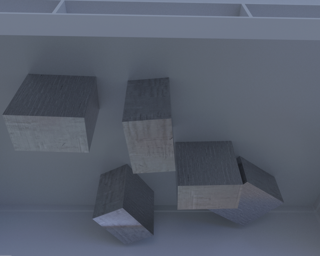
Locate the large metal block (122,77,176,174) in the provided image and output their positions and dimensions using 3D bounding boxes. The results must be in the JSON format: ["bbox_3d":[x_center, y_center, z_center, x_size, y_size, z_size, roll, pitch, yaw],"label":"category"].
[{"bbox_3d":[-0.010,-0.004,0.370,0.050,0.080,0.080,-4,130,3],"label":"large metal block"}]

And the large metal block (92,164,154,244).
[{"bbox_3d":[-0.051,0.116,0.471,0.050,0.080,0.080,-24,126,19],"label":"large metal block"}]

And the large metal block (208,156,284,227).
[{"bbox_3d":[0.127,0.100,0.480,0.080,0.050,0.080,30,124,-24],"label":"large metal block"}]

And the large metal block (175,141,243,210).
[{"bbox_3d":[0.063,0.064,0.428,0.081,0.080,0.050,-1,130,0],"label":"large metal block"}]

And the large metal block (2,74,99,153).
[{"bbox_3d":[-0.118,-0.019,0.355,0.081,0.080,0.050,2,130,-2],"label":"large metal block"}]
